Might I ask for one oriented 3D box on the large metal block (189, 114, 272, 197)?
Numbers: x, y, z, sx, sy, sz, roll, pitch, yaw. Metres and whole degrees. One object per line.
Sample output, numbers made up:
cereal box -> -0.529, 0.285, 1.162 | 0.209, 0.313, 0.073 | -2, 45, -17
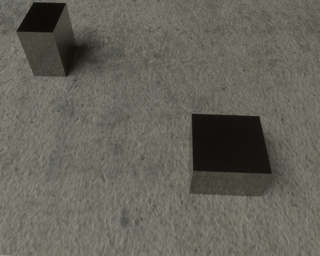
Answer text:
large metal block -> 0.076, 0.031, 0.362 | 0.081, 0.050, 0.080 | 2, 50, 1

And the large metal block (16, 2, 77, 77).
large metal block -> -0.171, -0.137, 0.480 | 0.050, 0.080, 0.080 | 2, 50, 1
